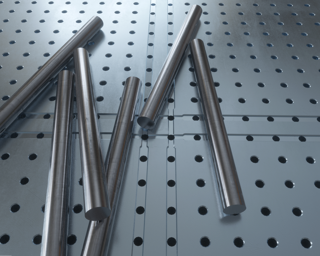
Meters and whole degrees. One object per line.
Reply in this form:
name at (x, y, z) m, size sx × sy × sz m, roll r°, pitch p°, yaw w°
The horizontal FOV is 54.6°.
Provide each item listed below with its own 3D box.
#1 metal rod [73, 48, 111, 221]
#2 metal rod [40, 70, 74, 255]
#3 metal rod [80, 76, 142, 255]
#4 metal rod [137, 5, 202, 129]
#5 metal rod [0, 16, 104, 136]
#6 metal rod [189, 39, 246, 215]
metal rod at (-0.095, -0.019, 0.405) m, size 0.025 × 0.025 × 0.300 m, roll -10°, pitch 45°, yaw -9°
metal rod at (-0.121, 0.035, 0.377) m, size 0.025 × 0.025 × 0.300 m, roll -6°, pitch 50°, yaw -5°
metal rod at (-0.054, 0.047, 0.368) m, size 0.025 × 0.025 × 0.300 m, roll 4°, pitch 50°, yaw 4°
metal rod at (0.025, -0.116, 0.505) m, size 0.025 × 0.025 × 0.300 m, roll 13°, pitch 51°, yaw 11°
metal rod at (-0.171, -0.089, 0.481) m, size 0.025 × 0.025 × 0.301 m, roll 17°, pitch 52°, yaw 14°
metal rod at (0.071, -0.027, 0.430) m, size 0.025 × 0.025 × 0.300 m, roll -3°, pitch 50°, yaw -2°
